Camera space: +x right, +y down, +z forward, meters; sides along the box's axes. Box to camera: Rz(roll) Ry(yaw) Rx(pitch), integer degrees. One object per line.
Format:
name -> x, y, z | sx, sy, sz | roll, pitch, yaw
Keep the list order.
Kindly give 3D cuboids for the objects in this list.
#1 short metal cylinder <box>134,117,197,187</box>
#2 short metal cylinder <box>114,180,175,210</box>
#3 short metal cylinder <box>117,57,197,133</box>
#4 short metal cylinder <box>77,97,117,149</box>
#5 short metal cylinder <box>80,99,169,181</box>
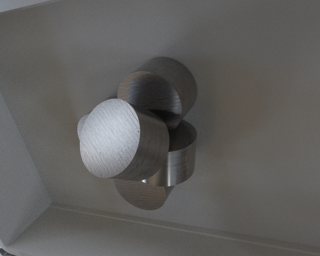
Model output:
short metal cylinder -> 0.004, 0.027, 0.385 | 0.080, 0.080, 0.050 | 13, 124, 21
short metal cylinder -> -0.018, 0.069, 0.441 | 0.080, 0.050, 0.079 | 13, 124, 20
short metal cylinder -> -0.003, -0.038, 0.367 | 0.080, 0.050, 0.079 | 13, 124, 20
short metal cylinder -> -0.064, 0.004, 0.424 | 0.080, 0.050, 0.079 | 13, 124, 20
short metal cylinder -> -0.037, 0.014, 0.327 | 0.080, 0.050, 0.080 | -9, 74, 33
